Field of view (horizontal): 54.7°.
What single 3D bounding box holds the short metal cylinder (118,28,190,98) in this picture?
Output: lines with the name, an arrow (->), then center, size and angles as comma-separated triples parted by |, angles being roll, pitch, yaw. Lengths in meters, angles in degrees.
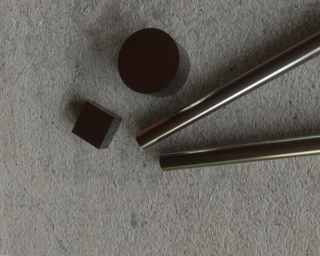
short metal cylinder -> -0.007, -0.081, 0.397 | 0.080, 0.050, 0.079 | 0, 90, 19

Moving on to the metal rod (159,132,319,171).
metal rod -> 0.144, 0.023, 0.358 | 0.301, 0.025, 0.025 | -9, 87, 19

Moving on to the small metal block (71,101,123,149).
small metal block -> -0.089, -0.004, 0.439 | 0.050, 0.025, 0.050 | 30, 100, 17

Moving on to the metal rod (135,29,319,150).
metal rod -> 0.100, -0.052, 0.373 | 0.300, 0.025, 0.025 | -29, 81, 17
